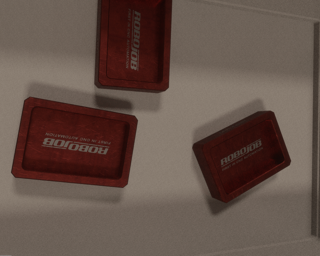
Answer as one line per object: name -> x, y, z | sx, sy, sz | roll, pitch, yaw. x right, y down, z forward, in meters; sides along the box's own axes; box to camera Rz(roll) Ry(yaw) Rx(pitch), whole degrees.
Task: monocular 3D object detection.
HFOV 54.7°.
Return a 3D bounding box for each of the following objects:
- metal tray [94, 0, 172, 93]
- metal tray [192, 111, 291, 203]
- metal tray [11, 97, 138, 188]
metal tray -> -0.033, -0.113, 0.396 | 0.091, 0.030, 0.129 | 2, 89, -21
metal tray -> 0.122, 0.039, 0.454 | 0.131, 0.030, 0.090 | -25, 99, -19
metal tray -> -0.099, 0.019, 0.371 | 0.131, 0.030, 0.089 | 10, 87, -20
